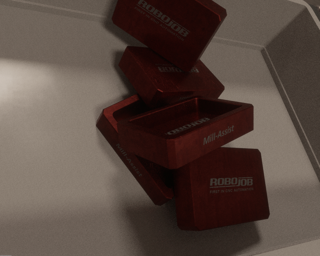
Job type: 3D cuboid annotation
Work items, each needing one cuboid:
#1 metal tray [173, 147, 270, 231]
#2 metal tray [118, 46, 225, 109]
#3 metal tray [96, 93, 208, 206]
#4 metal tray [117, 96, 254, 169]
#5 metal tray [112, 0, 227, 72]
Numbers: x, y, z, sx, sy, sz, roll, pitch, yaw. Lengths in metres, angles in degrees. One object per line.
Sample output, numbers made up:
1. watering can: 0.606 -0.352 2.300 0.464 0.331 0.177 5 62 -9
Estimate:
1. metal tray: 0.077 0.070 0.375 0.131 0.030 0.090 5 74 -37
2. metal tray: 0.019 -0.072 0.434 0.131 0.030 0.090 -9 53 -41
3. metal tray: -0.006 0.019 0.389 0.091 0.030 0.130 -31 79 -38
4. metal tray: 0.030 -0.002 0.345 0.131 0.090 0.030 -21 115 -36
5. metal tray: 0.009 -0.146 0.406 0.130 0.089 0.030 35 42 3
